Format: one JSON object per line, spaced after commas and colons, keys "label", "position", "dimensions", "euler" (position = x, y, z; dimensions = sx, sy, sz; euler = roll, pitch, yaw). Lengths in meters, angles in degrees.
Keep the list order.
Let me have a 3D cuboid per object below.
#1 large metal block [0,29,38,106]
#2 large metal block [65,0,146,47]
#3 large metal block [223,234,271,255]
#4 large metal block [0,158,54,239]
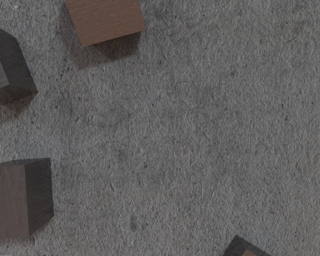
{"label": "large metal block", "position": [-0.204, -0.076, 0.381], "dimensions": [0.050, 0.080, 0.080], "euler": [-22, 90, 0]}
{"label": "large metal block", "position": [-0.069, -0.154, 0.381], "dimensions": [0.080, 0.050, 0.080], "euler": [-16, 117, 0]}
{"label": "large metal block", "position": [0.117, 0.200, 0.398], "dimensions": [0.080, 0.050, 0.080], "euler": [32, 90, 0]}
{"label": "large metal block", "position": [-0.172, 0.082, 0.381], "dimensions": [0.050, 0.080, 0.080], "euler": [-4, 90, 0]}
